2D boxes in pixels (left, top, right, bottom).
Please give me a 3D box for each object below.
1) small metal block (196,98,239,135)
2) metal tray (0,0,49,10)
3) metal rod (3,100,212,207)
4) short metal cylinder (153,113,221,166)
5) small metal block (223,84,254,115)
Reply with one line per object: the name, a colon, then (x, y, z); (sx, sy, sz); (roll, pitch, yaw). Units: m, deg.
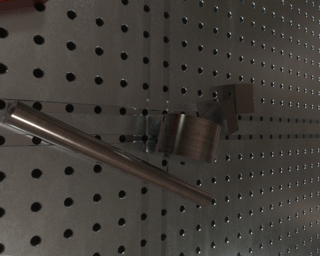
small metal block: (0.087, -0.017, 0.468); (0.025, 0.050, 0.050); (-22, 105, -38)
metal tray: (-0.159, -0.174, 0.272); (0.091, 0.030, 0.129); (-28, 108, -37)
metal rod: (-0.036, 0.046, 0.380); (0.301, 0.025, 0.025); (30, 71, -36)
short metal cylinder: (0.035, 0.017, 0.405); (0.080, 0.080, 0.050); (21, 77, -38)
small metal block: (0.133, -0.049, 0.524); (0.050, 0.025, 0.050); (-7, 95, -40)
